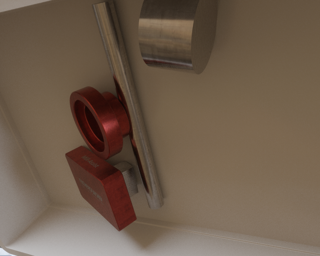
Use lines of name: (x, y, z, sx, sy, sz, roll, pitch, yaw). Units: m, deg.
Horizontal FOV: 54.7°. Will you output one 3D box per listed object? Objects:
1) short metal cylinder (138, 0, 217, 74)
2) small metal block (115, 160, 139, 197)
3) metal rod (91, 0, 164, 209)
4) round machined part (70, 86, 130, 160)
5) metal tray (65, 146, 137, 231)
short metal cylinder: (0.020, -0.096, 0.302, 0.050, 0.080, 0.079, 13, 124, 21)
small metal block: (-0.064, 0.086, 0.474, 0.025, 0.050, 0.050, 27, 134, 47)
metal rod: (-0.036, -0.012, 0.418, 0.025, 0.025, 0.298, 1, 119, 27)
round machined part: (-0.077, -0.010, 0.414, 0.098, 0.042, 0.097, 38, 143, 36)
metal tray: (-0.092, 0.088, 0.471, 0.130, 0.030, 0.089, 21, 132, 49)
